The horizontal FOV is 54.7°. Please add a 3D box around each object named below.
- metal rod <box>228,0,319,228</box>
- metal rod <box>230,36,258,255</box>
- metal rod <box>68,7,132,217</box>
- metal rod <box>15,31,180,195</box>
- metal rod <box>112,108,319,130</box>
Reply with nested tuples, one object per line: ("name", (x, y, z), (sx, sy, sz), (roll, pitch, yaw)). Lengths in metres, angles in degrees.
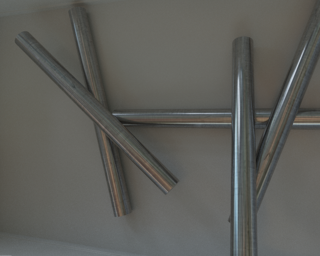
("metal rod", (0.142, -0.033, 0.336), (0.025, 0.025, 0.299), (22, 88, 18))
("metal rod", (0.087, 0.035, 0.322), (0.025, 0.025, 0.299), (-2, 67, 19))
("metal rod", (-0.086, -0.026, 0.439), (0.025, 0.025, 0.298), (-15, 85, 19))
("metal rod", (-0.091, -0.027, 0.413), (0.300, 0.025, 0.025), (44, 103, 12))
("metal rod", (0.081, -0.012, 0.381), (0.301, 0.025, 0.025), (1, 90, 19))
